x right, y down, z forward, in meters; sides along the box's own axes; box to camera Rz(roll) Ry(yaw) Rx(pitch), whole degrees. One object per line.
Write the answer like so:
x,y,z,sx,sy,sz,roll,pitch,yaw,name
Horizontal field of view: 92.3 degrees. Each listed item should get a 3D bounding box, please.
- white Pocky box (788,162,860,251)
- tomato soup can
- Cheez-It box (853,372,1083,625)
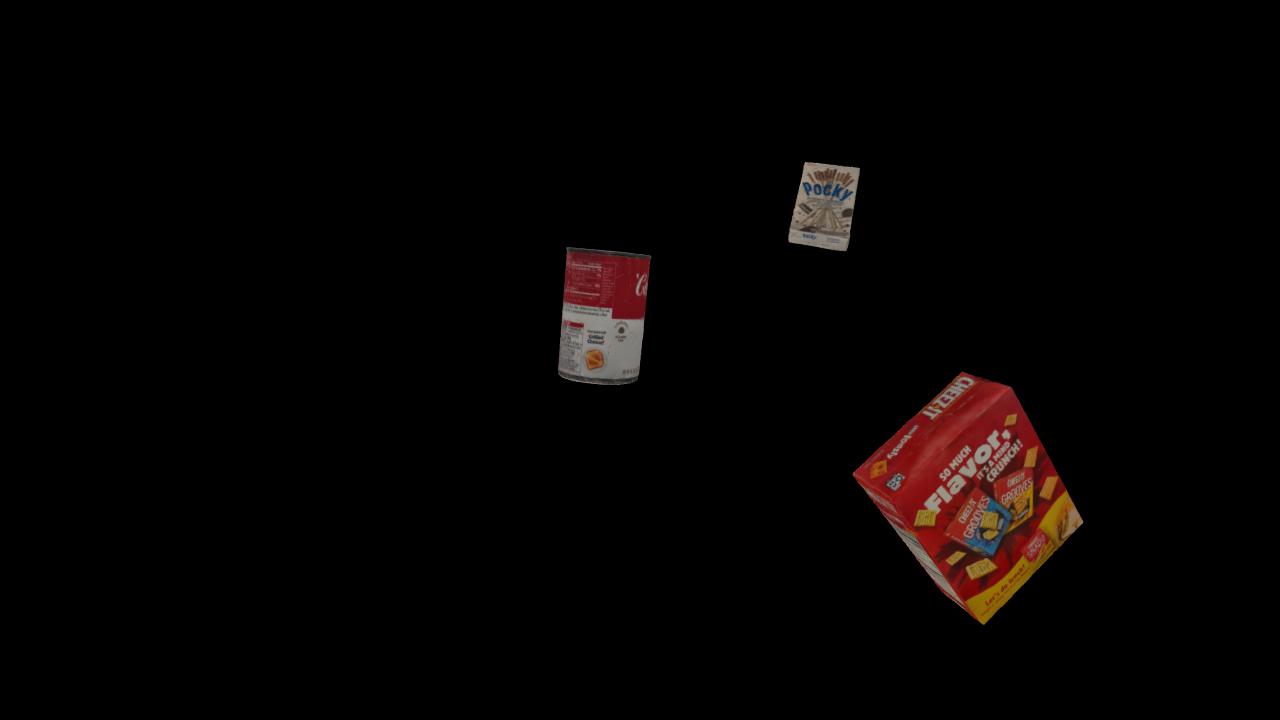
0.268,-0.225,0.891,0.084,0.154,0.028,11,-33,13,white Pocky box
-0.029,-0.035,0.488,0.068,0.101,0.068,6,9,-1,tomato soup can
0.354,0.149,0.656,0.166,0.223,0.071,-43,22,-4,Cheez-It box
